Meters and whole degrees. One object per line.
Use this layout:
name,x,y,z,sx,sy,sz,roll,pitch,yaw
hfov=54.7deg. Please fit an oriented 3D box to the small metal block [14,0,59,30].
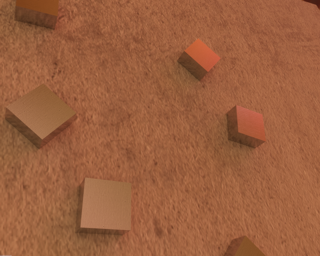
small metal block,-0.165,-0.165,0.417,0.050,0.025,0.050,7,59,-25

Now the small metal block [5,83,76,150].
small metal block,-0.131,-0.013,0.342,0.050,0.025,0.050,42,51,0

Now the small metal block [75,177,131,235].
small metal block,-0.058,0.082,0.323,0.050,0.025,0.050,12,57,-22

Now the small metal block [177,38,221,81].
small metal block,0.064,-0.113,0.509,0.050,0.025,0.050,42,51,0

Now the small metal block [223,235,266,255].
small metal block,0.099,0.164,0.359,0.050,0.025,0.050,45,51,3

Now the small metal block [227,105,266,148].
small metal block,0.133,-0.002,0.479,0.050,0.025,0.050,18,55,-19
